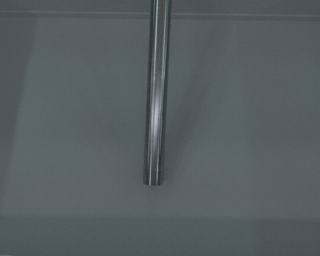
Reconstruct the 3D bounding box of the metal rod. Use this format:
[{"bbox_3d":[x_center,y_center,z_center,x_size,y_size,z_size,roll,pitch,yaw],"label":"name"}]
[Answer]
[{"bbox_3d":[-0.002,-0.080,0.374,0.025,0.025,0.298,3,95,1],"label":"metal rod"}]
